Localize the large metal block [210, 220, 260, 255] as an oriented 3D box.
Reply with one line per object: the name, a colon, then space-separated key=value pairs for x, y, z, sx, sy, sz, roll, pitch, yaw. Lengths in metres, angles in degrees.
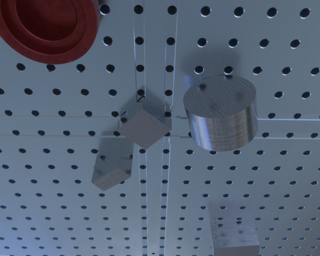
large metal block: x=0.139 y=0.222 z=0.586 sx=0.080 sy=0.050 sz=0.080 roll=-6 pitch=130 yaw=4

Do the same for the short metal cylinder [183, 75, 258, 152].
short metal cylinder: x=0.071 y=-0.019 z=0.361 sx=0.080 sy=0.080 sz=0.050 roll=-11 pitch=129 yaw=8

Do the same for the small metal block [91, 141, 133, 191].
small metal block: x=-0.067 y=0.054 z=0.441 sx=0.050 sy=0.050 sz=0.025 roll=-30 pitch=124 yaw=23

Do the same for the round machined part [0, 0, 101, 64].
round machined part: x=-0.107 y=-0.115 z=0.301 sx=0.099 sy=0.042 sz=0.097 roll=-1 pitch=130 yaw=0

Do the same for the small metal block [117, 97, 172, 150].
small metal block: x=-0.020 y=-0.005 z=0.407 sx=0.050 sy=0.025 sz=0.050 roll=36 pitch=121 yaw=-27
